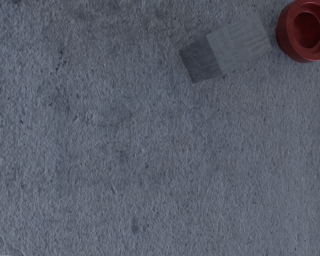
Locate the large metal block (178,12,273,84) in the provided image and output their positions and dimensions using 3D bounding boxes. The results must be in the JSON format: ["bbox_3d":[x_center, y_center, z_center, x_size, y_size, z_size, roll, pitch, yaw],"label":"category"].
[{"bbox_3d":[0.083,-0.103,0.410,0.080,0.080,0.050,-29,100,-18],"label":"large metal block"}]

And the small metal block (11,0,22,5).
[{"bbox_3d":[-0.168,-0.169,0.333,0.025,0.050,0.050,-47,105,-14],"label":"small metal block"}]

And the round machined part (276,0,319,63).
[{"bbox_3d":[0.221,-0.149,0.481,0.099,0.042,0.097,0,90,-20],"label":"round machined part"}]
